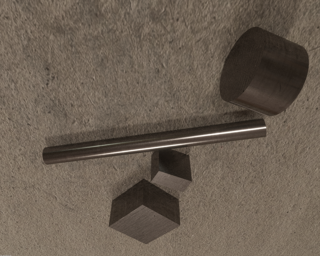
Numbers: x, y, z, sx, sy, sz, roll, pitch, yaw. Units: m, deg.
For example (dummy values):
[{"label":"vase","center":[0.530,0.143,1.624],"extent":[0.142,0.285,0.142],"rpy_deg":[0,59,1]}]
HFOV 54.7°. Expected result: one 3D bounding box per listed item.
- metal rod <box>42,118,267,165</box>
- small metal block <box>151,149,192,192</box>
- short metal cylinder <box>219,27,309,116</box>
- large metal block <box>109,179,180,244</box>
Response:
[{"label":"metal rod","center":[-0.011,0.020,0.423],"extent":[0.302,0.025,0.025],"rpy_deg":[-8,130,6]},{"label":"small metal block","center":[0.015,0.057,0.440],"extent":[0.050,0.050,0.025],"rpy_deg":[20,127,-17]},{"label":"short metal cylinder","center":[0.105,-0.058,0.324],"extent":[0.050,0.080,0.079],"rpy_deg":[18,128,-15]},{"label":"large metal block","center":[-0.025,0.139,0.509],"extent":[0.080,0.050,0.080],"rpy_deg":[36,121,-27]}]
